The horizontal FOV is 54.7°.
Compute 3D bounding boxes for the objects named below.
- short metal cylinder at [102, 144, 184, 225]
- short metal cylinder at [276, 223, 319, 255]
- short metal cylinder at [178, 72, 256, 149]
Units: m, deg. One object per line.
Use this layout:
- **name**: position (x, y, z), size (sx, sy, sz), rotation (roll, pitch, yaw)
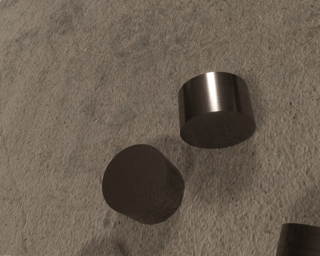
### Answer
- **short metal cylinder**: position (-0.019, 0.065, 0.356), size (0.080, 0.050, 0.080), rotation (-13, 56, 20)
- **short metal cylinder**: position (0.129, 0.111, 0.233), size (0.080, 0.080, 0.050), rotation (9, 66, 31)
- **short metal cylinder**: position (0.062, -0.017, 0.346), size (0.080, 0.080, 0.050), rotation (-14, 56, 20)
